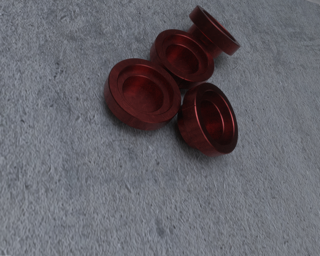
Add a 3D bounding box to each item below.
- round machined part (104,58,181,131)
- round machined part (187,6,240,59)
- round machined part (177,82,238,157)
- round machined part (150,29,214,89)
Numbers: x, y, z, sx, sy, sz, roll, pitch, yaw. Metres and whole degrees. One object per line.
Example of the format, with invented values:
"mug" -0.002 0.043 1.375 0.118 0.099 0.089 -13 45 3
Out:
"round machined part" -0.025 -0.039 0.403 0.099 0.042 0.098 13 56 -21
"round machined part" 0.084 -0.154 0.515 0.098 0.042 0.098 35 26 -20
"round machined part" 0.061 -0.008 0.416 0.099 0.042 0.098 23 57 -42
"round machined part" 0.029 -0.098 0.468 0.099 0.042 0.098 13 56 -21
